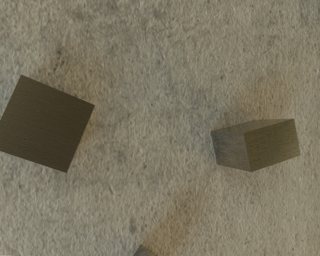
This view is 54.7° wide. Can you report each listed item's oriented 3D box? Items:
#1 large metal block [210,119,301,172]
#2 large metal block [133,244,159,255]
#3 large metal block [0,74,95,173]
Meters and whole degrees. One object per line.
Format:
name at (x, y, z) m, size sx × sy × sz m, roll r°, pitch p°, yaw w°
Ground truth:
large metal block at (0.130, 0.021, 0.429) m, size 0.081 × 0.080 × 0.050 m, roll -14°, pitch 95°, yaw -20°
large metal block at (-0.016, 0.202, 0.375) m, size 0.050 × 0.080 × 0.080 m, roll 40°, pitch 77°, yaw -16°
large metal block at (-0.130, -0.003, 0.348) m, size 0.080 × 0.050 × 0.080 m, roll 23°, pitch 82°, yaw -19°
